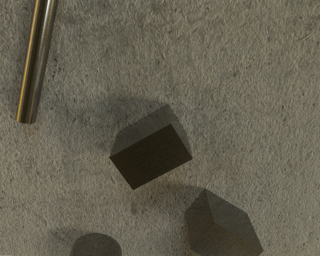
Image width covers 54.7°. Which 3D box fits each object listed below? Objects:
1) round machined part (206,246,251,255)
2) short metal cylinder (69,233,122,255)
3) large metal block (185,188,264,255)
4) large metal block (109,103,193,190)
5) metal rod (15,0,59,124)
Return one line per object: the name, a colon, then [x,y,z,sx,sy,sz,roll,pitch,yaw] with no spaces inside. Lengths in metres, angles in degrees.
round machined part: [0.101,0.211,0.451,0.099,0.098,0.042,-12,102,4]
short metal cylinder: [-0.101,0.210,0.472,0.081,0.050,0.079,0,110,-1]
large metal block: [0.086,0.143,0.434,0.080,0.080,0.050,32,107,-12]
large metal block: [-0.010,0.020,0.388,0.080,0.080,0.050,-29,108,10]
metal rod: [-0.130,-0.144,0.354,0.025,0.025,0.298,16,109,-6]
